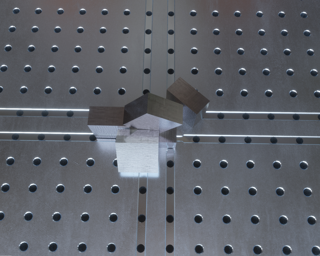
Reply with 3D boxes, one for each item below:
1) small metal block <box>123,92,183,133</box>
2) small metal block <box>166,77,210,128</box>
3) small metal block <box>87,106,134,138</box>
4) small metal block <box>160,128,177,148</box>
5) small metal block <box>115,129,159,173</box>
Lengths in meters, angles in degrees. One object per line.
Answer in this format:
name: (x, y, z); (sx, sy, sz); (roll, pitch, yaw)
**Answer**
small metal block: (-0.008, -0.015, 0.367); (0.050, 0.050, 0.025); (16, 66, -34)
small metal block: (0.035, -0.032, 0.411); (0.050, 0.050, 0.025); (41, 75, 13)
small metal block: (-0.062, -0.006, 0.400); (0.050, 0.050, 0.025); (1, 71, 1)
small metal block: (-0.004, -0.001, 0.412); (0.050, 0.025, 0.050); (2, 70, 0)
small metal block: (-0.027, 0.029, 0.385); (0.050, 0.050, 0.025); (1, 38, 0)
